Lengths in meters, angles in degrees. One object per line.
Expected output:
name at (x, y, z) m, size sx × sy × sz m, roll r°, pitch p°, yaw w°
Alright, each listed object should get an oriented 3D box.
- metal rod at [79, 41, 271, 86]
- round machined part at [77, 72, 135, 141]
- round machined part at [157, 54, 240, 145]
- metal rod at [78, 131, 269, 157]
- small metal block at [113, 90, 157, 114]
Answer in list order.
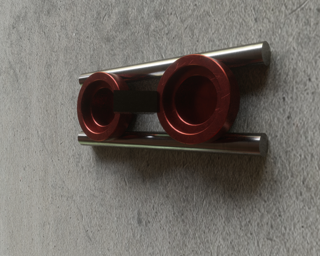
metal rod at (-0.007, -0.077, 0.412) m, size 0.300 × 0.025 × 0.025 m, roll 0°, pitch 90°, yaw 40°
round machined part at (-0.074, -0.030, 0.451) m, size 0.098 × 0.042 × 0.097 m, roll 0°, pitch 90°, yaw 40°
round machined part at (0.046, -0.031, 0.351) m, size 0.098 × 0.042 × 0.097 m, roll 0°, pitch 90°, yaw 40°
metal rod at (-0.009, 0.017, 0.413) m, size 0.300 × 0.025 × 0.025 m, roll 0°, pitch 90°, yaw 40°
small metal block at (-0.031, -0.031, 0.382) m, size 0.050 × 0.050 × 0.025 m, roll 178°, pitch 93°, yaw -83°
